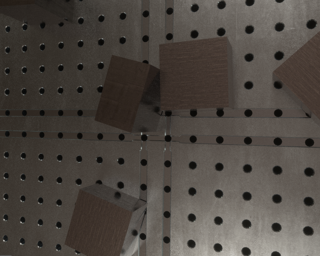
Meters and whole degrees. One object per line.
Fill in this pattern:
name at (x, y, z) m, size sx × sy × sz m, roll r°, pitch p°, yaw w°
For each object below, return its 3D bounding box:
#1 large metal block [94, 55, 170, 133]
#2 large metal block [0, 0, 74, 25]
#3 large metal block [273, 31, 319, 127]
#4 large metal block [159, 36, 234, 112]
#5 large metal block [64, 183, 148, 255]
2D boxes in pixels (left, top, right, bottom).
large metal block at (-0.031, -0.040, 0.393) m, size 0.050 × 0.080 × 0.080 m, roll 18°, pitch 96°, yaw 19°
large metal block at (-0.183, -0.187, 0.446) m, size 0.080 × 0.080 × 0.050 m, roll 5°, pitch 92°, yaw 19°
large metal block at (0.182, -0.056, 0.335) m, size 0.080 × 0.050 × 0.080 m, roll -43°, pitch 77°, yaw 14°
large metal block at (0.046, -0.062, 0.382) m, size 0.080 × 0.050 × 0.079 m, roll -2°, pitch 90°, yaw 19°
large metal block at (-0.073, 0.130, 0.424) m, size 0.080 × 0.050 × 0.080 m, roll 18°, pitch 96°, yaw 18°
